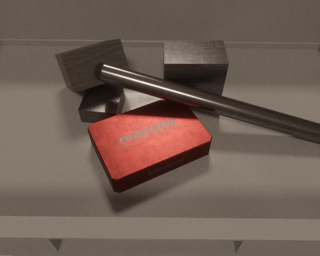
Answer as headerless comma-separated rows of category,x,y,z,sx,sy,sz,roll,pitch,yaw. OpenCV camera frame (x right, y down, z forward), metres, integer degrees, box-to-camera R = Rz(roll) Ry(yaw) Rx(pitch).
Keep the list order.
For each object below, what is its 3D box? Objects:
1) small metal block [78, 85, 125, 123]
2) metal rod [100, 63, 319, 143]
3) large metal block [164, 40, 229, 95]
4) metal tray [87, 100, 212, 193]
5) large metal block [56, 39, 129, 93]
small metal block,-0.080,-0.033,0.431,0.050,0.025,0.050,6,50,4
metal rod,0.072,-0.031,0.400,0.302,0.025,0.025,16,51,0
large metal block,0.045,-0.074,0.432,0.081,0.080,0.050,0,50,-1
metal tray,-0.013,0.015,0.389,0.131,0.030,0.090,-21,53,-17
large metal block,-0.097,-0.091,0.441,0.081,0.050,0.080,-21,21,-18
